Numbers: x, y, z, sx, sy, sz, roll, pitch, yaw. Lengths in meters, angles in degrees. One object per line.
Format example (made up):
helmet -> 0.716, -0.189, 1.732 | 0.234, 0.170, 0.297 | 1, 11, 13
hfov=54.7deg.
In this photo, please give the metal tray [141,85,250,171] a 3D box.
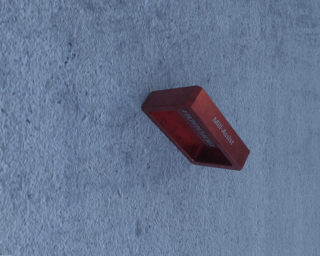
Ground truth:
metal tray -> 0.047, 0.003, 0.406 | 0.130, 0.090, 0.030 | 47, 62, -30
